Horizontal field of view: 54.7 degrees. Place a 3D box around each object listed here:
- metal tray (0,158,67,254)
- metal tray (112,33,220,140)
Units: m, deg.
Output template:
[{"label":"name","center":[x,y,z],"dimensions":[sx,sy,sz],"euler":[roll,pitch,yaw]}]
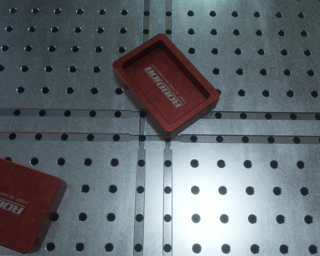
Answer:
[{"label":"metal tray","center":[-0.193,0.086,0.375],"dimensions":[0.131,0.030,0.090],"euler":[18,71,6]},{"label":"metal tray","center":[0.007,-0.060,0.431],"dimensions":[0.090,0.030,0.130],"euler":[-36,74,-13]}]
